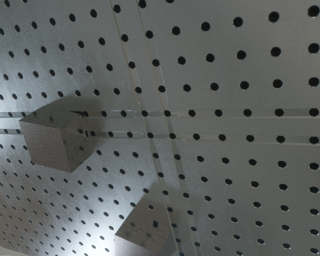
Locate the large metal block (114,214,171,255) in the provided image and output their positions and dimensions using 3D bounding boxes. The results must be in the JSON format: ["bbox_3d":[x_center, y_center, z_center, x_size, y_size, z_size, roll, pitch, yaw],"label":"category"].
[{"bbox_3d":[-0.031,0.209,0.541,0.080,0.050,0.079,17,125,18],"label":"large metal block"}]

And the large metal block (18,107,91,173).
[{"bbox_3d":[-0.166,0.018,0.494,0.080,0.050,0.080,9,123,23],"label":"large metal block"}]
